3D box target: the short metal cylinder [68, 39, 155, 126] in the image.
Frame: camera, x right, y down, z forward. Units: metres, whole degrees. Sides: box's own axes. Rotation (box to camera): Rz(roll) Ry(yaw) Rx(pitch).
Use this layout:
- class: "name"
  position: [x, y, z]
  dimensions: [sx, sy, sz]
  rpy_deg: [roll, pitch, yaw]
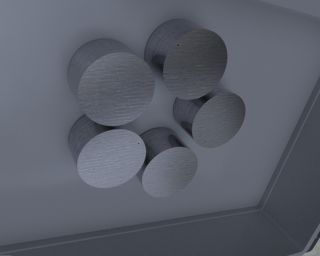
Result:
- class: "short metal cylinder"
  position: [-0.052, -0.049, 0.331]
  dimensions: [0.081, 0.050, 0.079]
  rpy_deg: [-14, 124, -21]

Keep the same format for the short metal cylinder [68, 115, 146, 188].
- class: "short metal cylinder"
  position: [-0.064, 0.024, 0.370]
  dimensions: [0.081, 0.050, 0.079]
  rpy_deg: [-14, 124, -21]

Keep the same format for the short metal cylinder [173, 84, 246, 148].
- class: "short metal cylinder"
  position: [0.065, -0.020, 0.413]
  dimensions: [0.081, 0.050, 0.079]
  rpy_deg: [-14, 124, -21]

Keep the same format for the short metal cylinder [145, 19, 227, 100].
- class: "short metal cylinder"
  position: [0.029, -0.079, 0.357]
  dimensions: [0.081, 0.050, 0.079]
  rpy_deg: [-14, 124, -21]

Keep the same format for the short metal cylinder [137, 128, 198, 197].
- class: "short metal cylinder"
  position: [0.004, 0.046, 0.420]
  dimensions: [0.081, 0.050, 0.079]
  rpy_deg: [-14, 124, -21]
